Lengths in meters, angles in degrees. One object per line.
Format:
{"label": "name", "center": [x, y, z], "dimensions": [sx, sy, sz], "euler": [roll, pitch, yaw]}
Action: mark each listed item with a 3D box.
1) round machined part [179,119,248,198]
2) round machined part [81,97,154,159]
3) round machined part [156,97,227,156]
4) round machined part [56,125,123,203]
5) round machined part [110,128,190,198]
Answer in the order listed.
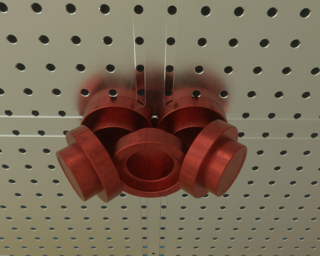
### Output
{"label": "round machined part", "center": [0.069, 0.042, 0.370], "dimensions": [0.042, 0.099, 0.097], "euler": [29, 138, 29]}
{"label": "round machined part", "center": [-0.056, 0.010, 0.408], "dimensions": [0.099, 0.042, 0.097], "euler": [-1, 130, 0]}
{"label": "round machined part", "center": [0.042, 0.010, 0.409], "dimensions": [0.099, 0.042, 0.097], "euler": [-1, 130, 0]}
{"label": "round machined part", "center": [-0.090, 0.049, 0.374], "dimensions": [0.042, 0.098, 0.097], "euler": [-30, 135, -25]}
{"label": "round machined part", "center": [-0.012, 0.038, 0.376], "dimensions": [0.099, 0.042, 0.097], "euler": [-1, 130, 0]}
